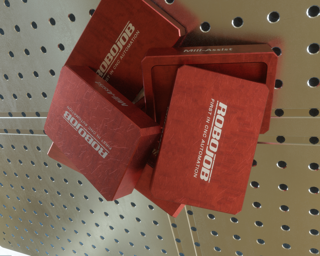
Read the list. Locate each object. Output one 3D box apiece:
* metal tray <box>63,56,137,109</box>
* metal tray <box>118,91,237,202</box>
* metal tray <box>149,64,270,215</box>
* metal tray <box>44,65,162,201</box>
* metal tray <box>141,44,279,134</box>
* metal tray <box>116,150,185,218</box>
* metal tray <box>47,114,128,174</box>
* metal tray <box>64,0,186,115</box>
[{"bbox_3d":[-0.089,-0.037,0.432,0.090,0.030,0.129,33,129,6],"label":"metal tray"},{"bbox_3d":[0.025,0.013,0.365,0.130,0.090,0.030,38,130,3],"label":"metal tray"},{"bbox_3d":[0.047,0.012,0.309,0.090,0.030,0.129,13,90,-4],"label":"metal tray"},{"bbox_3d":[-0.068,0.002,0.331,0.130,0.030,0.089,39,118,27],"label":"metal tray"},{"bbox_3d":[0.050,-0.039,0.329,0.131,0.030,0.089,-1,120,6],"label":"metal tray"},{"bbox_3d":[-0.010,0.063,0.396,0.090,0.130,0.030,36,87,3],"label":"metal tray"},{"bbox_3d":[-0.105,0.026,0.451,0.090,0.030,0.129,31,142,-12],"label":"metal tray"},{"bbox_3d":[-0.045,-0.085,0.355,0.090,0.030,0.129,39,115,-1],"label":"metal tray"}]
